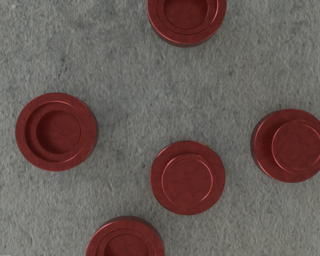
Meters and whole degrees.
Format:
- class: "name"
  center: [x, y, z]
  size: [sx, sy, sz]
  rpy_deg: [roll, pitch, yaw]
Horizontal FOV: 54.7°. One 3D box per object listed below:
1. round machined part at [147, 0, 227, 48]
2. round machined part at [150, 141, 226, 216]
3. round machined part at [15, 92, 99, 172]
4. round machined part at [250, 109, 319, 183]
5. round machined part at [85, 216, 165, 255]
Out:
- class: "round machined part"
  center: [0.033, -0.153, 0.402]
  size: [0.099, 0.042, 0.097]
  rpy_deg: [0, 90, -1]
- class: "round machined part"
  center: [0.036, 0.066, 0.402]
  size: [0.099, 0.042, 0.097]
  rpy_deg: [0, 90, -1]
- class: "round machined part"
  center: [-0.128, 0.005, 0.400]
  size: [0.099, 0.042, 0.097]
  rpy_deg: [0, 90, -1]
- class: "round machined part"
  center: [0.173, 0.023, 0.404]
  size: [0.099, 0.042, 0.097]
  rpy_deg: [0, 90, -1]
- class: "round machined part"
  center: [-0.043, 0.162, 0.401]
  size: [0.099, 0.042, 0.097]
  rpy_deg: [0, 90, -1]
